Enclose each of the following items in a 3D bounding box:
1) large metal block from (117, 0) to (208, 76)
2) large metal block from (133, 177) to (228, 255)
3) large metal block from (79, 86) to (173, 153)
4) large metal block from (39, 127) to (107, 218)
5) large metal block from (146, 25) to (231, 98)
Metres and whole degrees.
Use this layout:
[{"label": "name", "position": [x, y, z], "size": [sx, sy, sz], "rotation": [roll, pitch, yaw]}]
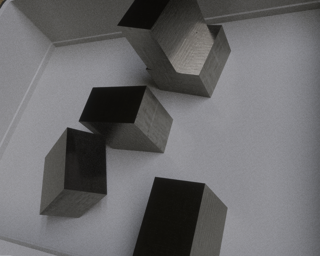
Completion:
[{"label": "large metal block", "position": [0.007, -0.124, 0.377], "size": [0.050, 0.080, 0.080], "rotation": [20, 72, 35]}, {"label": "large metal block", "position": [0.023, 0.101, 0.295], "size": [0.050, 0.080, 0.080], "rotation": [2, 63, 29]}, {"label": "large metal block", "position": [-0.040, -0.010, 0.396], "size": [0.080, 0.080, 0.050], "rotation": [2, 63, 29]}, {"label": "large metal block", "position": [-0.109, 0.058, 0.387], "size": [0.080, 0.050, 0.080], "rotation": [-43, 43, 40]}, {"label": "large metal block", "position": [0.041, -0.093, 0.425], "size": [0.080, 0.050, 0.080], "rotation": [13, 68, 33]}]
